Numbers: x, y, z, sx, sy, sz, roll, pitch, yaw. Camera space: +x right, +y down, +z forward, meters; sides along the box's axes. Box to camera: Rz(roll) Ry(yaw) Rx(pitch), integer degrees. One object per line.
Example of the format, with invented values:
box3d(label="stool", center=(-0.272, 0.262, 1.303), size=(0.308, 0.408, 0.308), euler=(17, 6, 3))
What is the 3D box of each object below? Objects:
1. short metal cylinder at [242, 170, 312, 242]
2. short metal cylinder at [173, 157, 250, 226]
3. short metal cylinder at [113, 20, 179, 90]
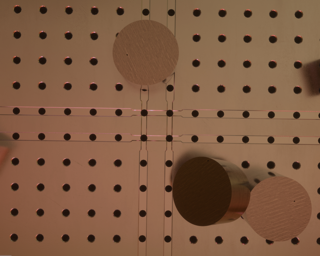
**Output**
box3d(label="short metal cylinder", center=(0.145, 0.098, 0.402), size=(0.081, 0.050, 0.079), euler=(0, 90, 0))
box3d(label="short metal cylinder", center=(0.063, 0.078, 0.381), size=(0.080, 0.050, 0.080), euler=(-10, 74, 37))
box3d(label="short metal cylinder", center=(-0.017, -0.092, 0.401), size=(0.081, 0.050, 0.079), euler=(0, 90, 0))
